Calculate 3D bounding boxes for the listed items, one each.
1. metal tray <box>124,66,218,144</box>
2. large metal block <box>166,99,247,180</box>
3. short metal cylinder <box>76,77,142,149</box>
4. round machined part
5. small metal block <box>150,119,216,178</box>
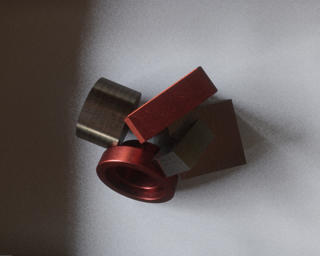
[{"bbox_3d":[0.010,-0.023,0.357,0.090,0.130,0.030,-35,91,0],"label":"metal tray"},{"bbox_3d":[0.054,0.012,0.391,0.080,0.050,0.080,-14,95,-1],"label":"large metal block"},{"bbox_3d":[-0.062,-0.016,0.381,0.050,0.080,0.080,23,90,-1],"label":"short metal cylinder"},{"bbox_3d":[-0.024,0.051,0.383,0.098,0.097,0.042,20,55,-1],"label":"round machined part"},{"bbox_3d":[0.024,0.022,0.329,0.025,0.050,0.050,46,58,-7],"label":"small metal block"}]
